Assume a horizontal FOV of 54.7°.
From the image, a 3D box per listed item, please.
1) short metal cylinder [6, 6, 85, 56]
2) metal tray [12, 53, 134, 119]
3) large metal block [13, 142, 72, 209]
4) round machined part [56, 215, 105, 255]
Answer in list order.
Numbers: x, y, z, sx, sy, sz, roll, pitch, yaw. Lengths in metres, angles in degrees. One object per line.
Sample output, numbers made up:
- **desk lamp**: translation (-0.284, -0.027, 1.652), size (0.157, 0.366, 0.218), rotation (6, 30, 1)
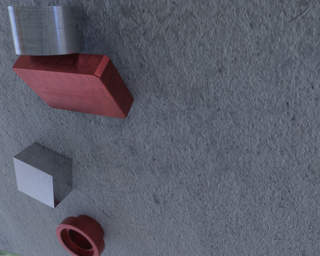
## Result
- **short metal cylinder**: translation (-0.131, -0.116, 0.362), size (0.080, 0.080, 0.050), rotation (9, 113, 23)
- **metal tray**: translation (-0.109, -0.055, 0.398), size (0.130, 0.030, 0.090), rotation (9, 153, 23)
- **large metal block**: translation (-0.204, 0.082, 0.546), size (0.080, 0.050, 0.079), rotation (22, 127, 14)
- **round machined part**: translation (-0.148, 0.208, 0.600), size (0.098, 0.042, 0.097), rotation (13, 124, 20)
